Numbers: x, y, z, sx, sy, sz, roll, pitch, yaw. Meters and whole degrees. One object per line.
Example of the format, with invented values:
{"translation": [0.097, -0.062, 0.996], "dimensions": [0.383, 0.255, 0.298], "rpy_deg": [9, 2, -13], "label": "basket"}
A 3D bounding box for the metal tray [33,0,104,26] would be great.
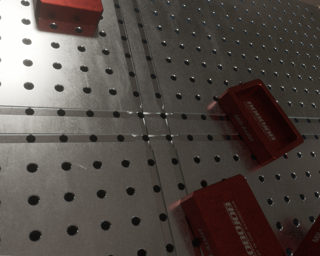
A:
{"translation": [-0.142, -0.216, 0.461], "dimensions": [0.091, 0.030, 0.130], "rpy_deg": [-2, 63, -29], "label": "metal tray"}

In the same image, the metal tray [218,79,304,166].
{"translation": [0.164, -0.013, 0.503], "dimensions": [0.091, 0.030, 0.130], "rpy_deg": [-20, 73, -36], "label": "metal tray"}

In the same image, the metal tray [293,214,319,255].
{"translation": [0.221, 0.170, 0.400], "dimensions": [0.131, 0.030, 0.090], "rpy_deg": [-30, 104, -38], "label": "metal tray"}

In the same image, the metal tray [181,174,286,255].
{"translation": [0.092, 0.130, 0.377], "dimensions": [0.091, 0.030, 0.130], "rpy_deg": [-12, 68, -33], "label": "metal tray"}
